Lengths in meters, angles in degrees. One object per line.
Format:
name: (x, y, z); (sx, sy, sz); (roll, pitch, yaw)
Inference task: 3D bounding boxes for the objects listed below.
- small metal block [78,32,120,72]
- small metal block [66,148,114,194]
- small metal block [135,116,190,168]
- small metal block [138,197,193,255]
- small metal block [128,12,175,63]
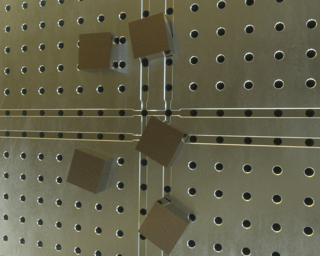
small metal block: (-0.087, -0.107, 0.442); (0.050, 0.025, 0.050); (3, 91, 19)
small metal block: (-0.101, 0.061, 0.447); (0.050, 0.025, 0.050); (18, 96, 18)
small metal block: (0.003, 0.017, 0.411); (0.050, 0.025, 0.050); (30, 99, 17)
small metal block: (0.007, 0.128, 0.409); (0.050, 0.025, 0.050); (33, 100, 16)
small metal block: (-0.011, -0.120, 0.416); (0.050, 0.025, 0.050); (-10, 87, 19)
